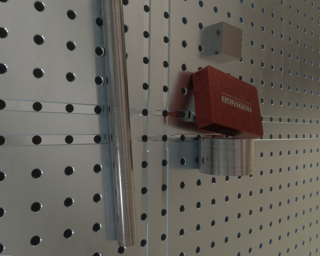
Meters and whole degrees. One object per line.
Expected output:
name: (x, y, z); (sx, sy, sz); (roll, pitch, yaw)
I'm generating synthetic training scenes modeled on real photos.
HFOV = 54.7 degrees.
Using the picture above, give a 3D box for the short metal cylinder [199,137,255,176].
short metal cylinder: (0.098, 0.040, 0.458); (0.081, 0.080, 0.050); (0, 90, -40)

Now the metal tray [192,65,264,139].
metal tray: (0.109, -0.035, 0.485); (0.131, 0.030, 0.090); (13, 66, -39)

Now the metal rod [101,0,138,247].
metal rod: (-0.048, -0.009, 0.370); (0.025, 0.025, 0.298); (-6, 94, -40)

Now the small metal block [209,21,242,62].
small metal block: (0.107, -0.138, 0.501); (0.050, 0.025, 0.050); (4, 88, -40)

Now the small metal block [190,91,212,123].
small metal block: (0.075, -0.030, 0.475); (0.050, 0.025, 0.050); (15, 81, -40)
